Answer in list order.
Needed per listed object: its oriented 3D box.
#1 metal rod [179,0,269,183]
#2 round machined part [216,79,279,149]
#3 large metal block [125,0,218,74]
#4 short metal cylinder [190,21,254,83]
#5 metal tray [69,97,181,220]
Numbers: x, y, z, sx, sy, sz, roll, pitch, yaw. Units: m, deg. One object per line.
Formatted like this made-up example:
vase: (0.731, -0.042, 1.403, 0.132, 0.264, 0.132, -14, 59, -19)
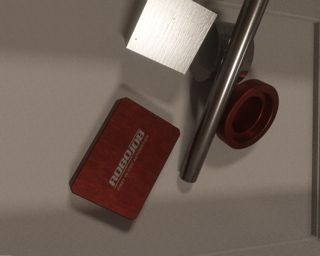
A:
metal rod: (0.080, -0.062, 0.370, 0.025, 0.025, 0.298, 9, 115, -20)
round machined part: (0.114, -0.023, 0.430, 0.099, 0.042, 0.097, -18, 127, -26)
large metal block: (0.010, -0.125, 0.384, 0.080, 0.050, 0.080, 21, 112, -20)
short metal cylinder: (0.079, -0.100, 0.412, 0.050, 0.080, 0.079, 1, 90, -20)
metal tray: (-0.043, 0.038, 0.393, 0.090, 0.030, 0.130, 31, 80, -18)
